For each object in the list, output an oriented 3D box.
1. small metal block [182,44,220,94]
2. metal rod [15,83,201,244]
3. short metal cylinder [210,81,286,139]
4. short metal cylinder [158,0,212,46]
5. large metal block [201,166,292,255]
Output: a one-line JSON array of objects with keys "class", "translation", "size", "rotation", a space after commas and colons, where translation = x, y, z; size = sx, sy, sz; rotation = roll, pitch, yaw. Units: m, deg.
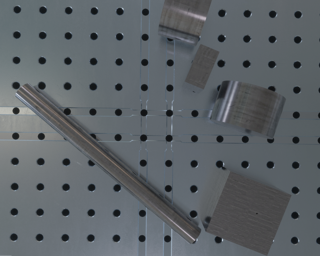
[{"class": "small metal block", "translation": [0.051, -0.075, 0.401], "size": [0.025, 0.050, 0.050], "rotation": [23, 90, 0]}, {"class": "metal rod", "translation": [-0.068, 0.047, 0.412], "size": [0.300, 0.025, 0.025], "rotation": [40, 90, 0]}, {"class": "short metal cylinder", "translation": [0.108, -0.022, 0.387], "size": [0.080, 0.080, 0.050], "rotation": [18, 90, 0]}, {"class": "short metal cylinder", "translation": [0.033, -0.148, 0.386], "size": [0.050, 0.080, 0.080], "rotation": [17, 90, 0]}, {"class": "large metal block", "translation": [0.108, 0.104, 0.402], "size": [0.080, 0.050, 0.080], "rotation": [22, 90, 0]}]
